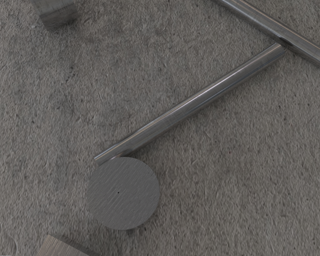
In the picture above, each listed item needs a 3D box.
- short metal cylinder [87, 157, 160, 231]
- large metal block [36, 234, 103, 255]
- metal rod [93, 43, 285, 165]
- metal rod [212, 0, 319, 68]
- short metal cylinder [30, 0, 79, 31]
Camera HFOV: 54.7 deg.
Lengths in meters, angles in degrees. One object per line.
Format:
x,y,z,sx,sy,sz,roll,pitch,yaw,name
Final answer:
-0.041,0.079,0.366,0.081,0.050,0.080,0,70,0,short metal cylinder
-0.099,0.170,0.332,0.080,0.050,0.080,24,72,8,large metal block
0.047,-0.033,0.420,0.301,0.025,0.025,-32,73,-11,metal rod
0.124,-0.185,0.476,0.300,0.025,0.025,38,74,12,metal rod
-0.160,-0.188,0.446,0.050,0.080,0.080,-29,73,-10,short metal cylinder
